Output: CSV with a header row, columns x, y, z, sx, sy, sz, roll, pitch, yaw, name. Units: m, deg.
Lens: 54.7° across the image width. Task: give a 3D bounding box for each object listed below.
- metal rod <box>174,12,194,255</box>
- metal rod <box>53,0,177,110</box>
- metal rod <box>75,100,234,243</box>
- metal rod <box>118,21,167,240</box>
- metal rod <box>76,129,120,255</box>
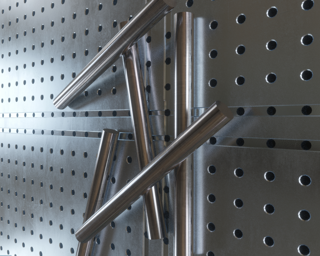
x,y,z,sx,sy,sz,roll,pitch,yaw,name
0.030,0.010,0.383,0.025,0.025,0.298,0,90,39,metal rod
-0.085,-0.095,0.450,0.299,0.025,0.025,-28,72,44,metal rod
-0.025,0.072,0.393,0.299,0.025,0.025,-45,64,30,metal rod
-0.025,-0.002,0.428,0.025,0.025,0.298,-15,81,39,metal rod
-0.110,0.146,0.496,0.025,0.025,0.298,23,104,37,metal rod
